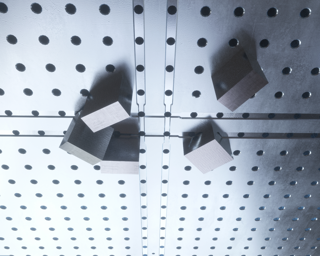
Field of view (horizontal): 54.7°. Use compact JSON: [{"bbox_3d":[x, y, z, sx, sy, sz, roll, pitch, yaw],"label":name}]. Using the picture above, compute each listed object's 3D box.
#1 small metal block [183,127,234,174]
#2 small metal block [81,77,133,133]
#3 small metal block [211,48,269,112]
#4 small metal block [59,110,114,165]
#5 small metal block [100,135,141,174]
[{"bbox_3d":[0.068,0.033,0.441,0.050,0.025,0.050,-31,124,23],"label":"small metal block"},{"bbox_3d":[-0.062,-0.028,0.371,0.050,0.050,0.025,-22,127,17],"label":"small metal block"},{"bbox_3d":[0.088,-0.055,0.350,0.025,0.050,0.050,32,123,-25],"label":"small metal block"},{"bbox_3d":[-0.094,0.013,0.401,0.050,0.050,0.025,34,141,-25],"label":"small metal block"},{"bbox_3d":[-0.053,0.036,0.425,0.050,0.050,0.025,2,130,-3],"label":"small metal block"}]
